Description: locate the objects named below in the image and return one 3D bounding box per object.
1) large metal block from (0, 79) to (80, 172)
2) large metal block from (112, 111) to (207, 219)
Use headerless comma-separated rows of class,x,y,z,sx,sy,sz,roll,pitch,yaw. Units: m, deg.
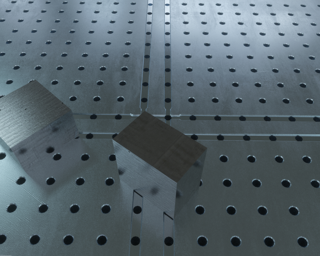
large metal block,-0.165,-0.005,0.394,0.080,0.050,0.080,37,59,26
large metal block,-0.001,0.041,0.338,0.080,0.080,0.050,31,57,23
